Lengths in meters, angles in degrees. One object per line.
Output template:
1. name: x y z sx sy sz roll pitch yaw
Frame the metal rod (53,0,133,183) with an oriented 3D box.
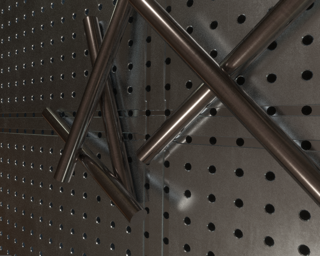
1. metal rod: -0.093 -0.063 0.451 0.025 0.025 0.298 24 95 37

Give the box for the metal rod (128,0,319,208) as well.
1. metal rod: 0.064 -0.046 0.324 0.300 0.025 0.025 50 120 17

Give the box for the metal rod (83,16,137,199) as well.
1. metal rod: -0.078 -0.030 0.470 0.025 0.025 0.299 -22 76 37

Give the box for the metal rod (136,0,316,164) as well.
1. metal rod: 0.068 -0.055 0.352 0.299 0.025 0.025 -46 63 29

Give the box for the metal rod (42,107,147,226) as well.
1. metal rod: -0.117 0.042 0.480 0.300 0.025 0.025 37 113 40
